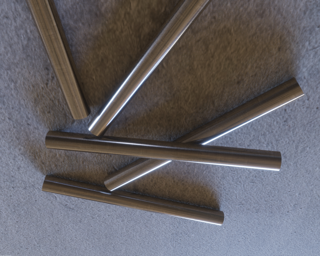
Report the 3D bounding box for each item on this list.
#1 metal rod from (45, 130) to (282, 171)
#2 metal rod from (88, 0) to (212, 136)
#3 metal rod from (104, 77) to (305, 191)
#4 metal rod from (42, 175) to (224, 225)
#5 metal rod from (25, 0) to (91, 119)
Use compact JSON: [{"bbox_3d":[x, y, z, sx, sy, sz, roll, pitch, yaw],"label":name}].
[{"bbox_3d":[0.000,0.029,0.405,0.302,0.025,0.025,5,131,5],"label":"metal rod"},{"bbox_3d":[0.004,-0.092,0.329,0.025,0.025,0.299,29,124,-23],"label":"metal rod"},{"bbox_3d":[0.044,0.018,0.423,0.300,0.025,0.025,-29,125,22],"label":"metal rod"},{"bbox_3d":[-0.036,0.121,0.509,0.302,0.025,0.025,15,129,-13],"label":"metal rod"},{"bbox_3d":[-0.118,-0.131,0.293,0.025,0.025,0.298,-6,130,4],"label":"metal rod"}]
